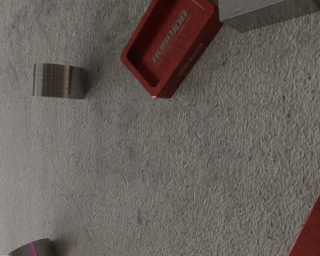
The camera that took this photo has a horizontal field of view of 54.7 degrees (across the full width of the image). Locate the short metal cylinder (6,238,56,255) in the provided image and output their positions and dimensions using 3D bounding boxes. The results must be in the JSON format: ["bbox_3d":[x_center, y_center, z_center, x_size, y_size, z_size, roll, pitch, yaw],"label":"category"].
[{"bbox_3d":[-0.231,0.243,0.560,0.080,0.081,0.050,-45,63,31],"label":"short metal cylinder"}]

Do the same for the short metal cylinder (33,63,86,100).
[{"bbox_3d":[-0.163,-0.074,0.504,0.080,0.081,0.050,7,95,40],"label":"short metal cylinder"}]

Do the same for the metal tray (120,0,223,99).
[{"bbox_3d":[0.011,-0.113,0.392,0.090,0.030,0.129,51,120,27],"label":"metal tray"}]

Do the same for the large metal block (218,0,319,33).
[{"bbox_3d":[0.104,-0.148,0.303,0.080,0.050,0.080,-5,87,40],"label":"large metal block"}]

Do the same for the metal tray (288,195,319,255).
[{"bbox_3d":[0.168,0.109,0.263,0.090,0.030,0.129,30,109,36],"label":"metal tray"}]
